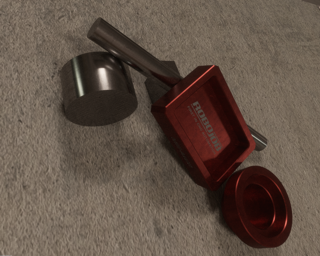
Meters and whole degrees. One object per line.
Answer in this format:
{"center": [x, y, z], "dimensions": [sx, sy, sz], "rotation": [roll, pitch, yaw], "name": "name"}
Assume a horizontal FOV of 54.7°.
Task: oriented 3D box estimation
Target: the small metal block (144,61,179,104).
{"center": [0.006, -0.057, 0.428], "dimensions": [0.025, 0.050, 0.050], "rotation": [-6, 65, -31], "name": "small metal block"}

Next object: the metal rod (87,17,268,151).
{"center": [0.043, -0.039, 0.397], "dimensions": [0.301, 0.025, 0.025], "rotation": [30, 50, -32], "name": "metal rod"}

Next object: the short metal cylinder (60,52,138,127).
{"center": [-0.070, -0.042, 0.357], "dimensions": [0.081, 0.080, 0.050], "rotation": [-1, 63, -29], "name": "short metal cylinder"}

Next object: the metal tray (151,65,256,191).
{"center": [0.058, 0.001, 0.377], "dimensions": [0.090, 0.030, 0.130], "rotation": [-42, 116, -21], "name": "metal tray"}

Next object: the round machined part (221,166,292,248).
{"center": [0.117, 0.100, 0.391], "dimensions": [0.099, 0.042, 0.098], "rotation": [15, 61, -29], "name": "round machined part"}
